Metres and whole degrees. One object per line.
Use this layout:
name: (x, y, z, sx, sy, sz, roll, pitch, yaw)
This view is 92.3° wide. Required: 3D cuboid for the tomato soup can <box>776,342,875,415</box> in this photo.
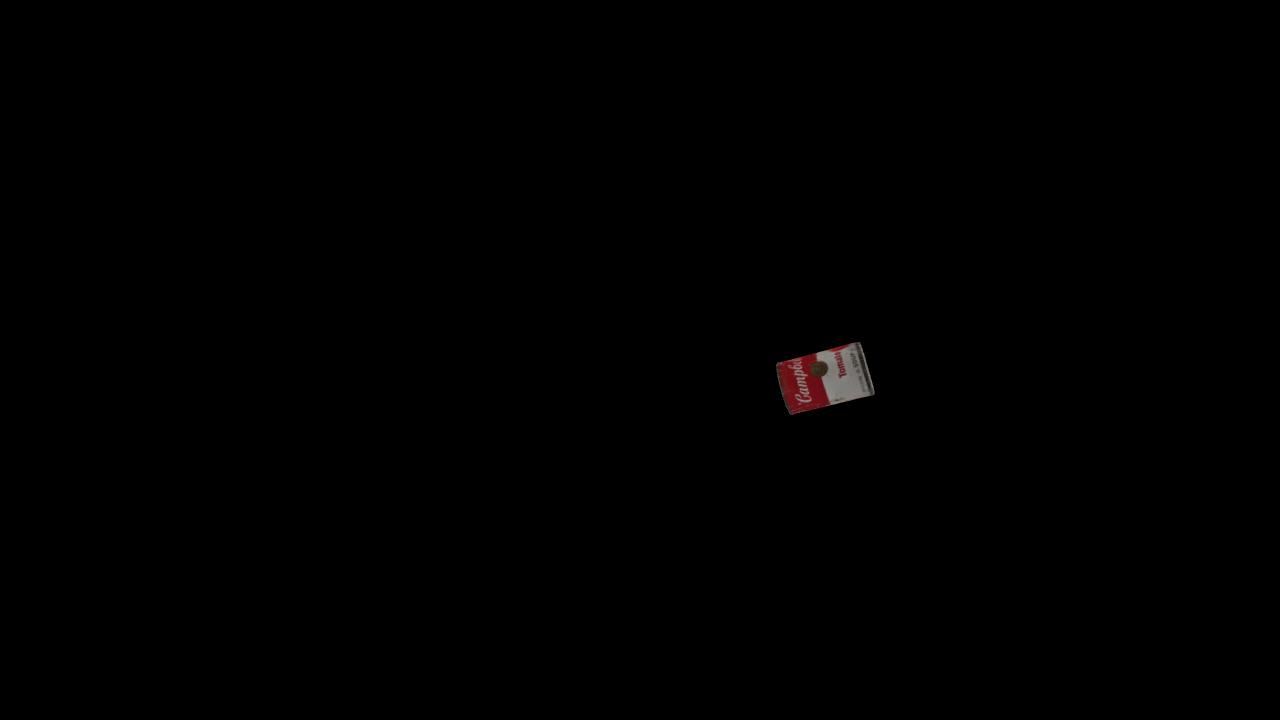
tomato soup can: (0.224, 0.023, 0.743, 0.101, 0.068, 0.068, -16, -5, 20)
